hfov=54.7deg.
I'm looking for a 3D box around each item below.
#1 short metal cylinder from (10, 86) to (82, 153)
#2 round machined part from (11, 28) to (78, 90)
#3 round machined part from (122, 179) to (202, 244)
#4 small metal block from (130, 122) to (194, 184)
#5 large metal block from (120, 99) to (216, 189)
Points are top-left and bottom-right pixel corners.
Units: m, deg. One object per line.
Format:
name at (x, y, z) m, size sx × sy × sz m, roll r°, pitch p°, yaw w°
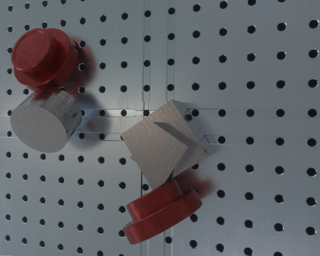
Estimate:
short metal cylinder at (-0.158, -0.012, 0.435) m, size 0.080 × 0.050 × 0.079 m, roll 7°, pitch 127°, yaw 9°
round machined part at (-0.173, -0.104, 0.449) m, size 0.098 × 0.042 × 0.098 m, roll -7°, pitch 68°, yaw 18°
round machined part at (-0.002, 0.096, 0.374) m, size 0.098 × 0.098 × 0.042 m, roll -31°, pitch 81°, yaw 17°
small metal block at (0.002, 0.027, 0.359) m, size 0.050 × 0.025 × 0.050 m, roll 35°, pitch 101°, yaw 16°
large metal block at (0.011, 0.021, 0.395) m, size 0.080 × 0.050 × 0.080 m, roll -34°, pitch 79°, yaw 16°
